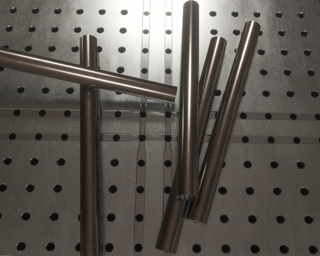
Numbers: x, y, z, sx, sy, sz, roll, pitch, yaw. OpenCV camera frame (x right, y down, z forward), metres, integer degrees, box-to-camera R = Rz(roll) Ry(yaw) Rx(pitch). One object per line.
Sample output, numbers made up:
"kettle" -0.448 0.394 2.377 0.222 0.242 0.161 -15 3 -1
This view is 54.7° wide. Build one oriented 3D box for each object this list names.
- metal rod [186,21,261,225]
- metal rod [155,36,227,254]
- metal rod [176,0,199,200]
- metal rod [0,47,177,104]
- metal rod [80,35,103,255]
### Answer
"metal rod" 0.092 -0.020 0.420 0.025 0.025 0.299 18 71 6
"metal rod" 0.047 0.007 0.409 0.025 0.025 0.299 15 70 5
"metal rod" 0.040 -0.056 0.414 0.025 0.025 0.299 3 63 1
"metal rod" -0.127 -0.075 0.404 0.302 0.025 0.025 12 70 -6
"metal rod" -0.092 0.010 0.406 0.025 0.025 0.299 -5 70 -2
